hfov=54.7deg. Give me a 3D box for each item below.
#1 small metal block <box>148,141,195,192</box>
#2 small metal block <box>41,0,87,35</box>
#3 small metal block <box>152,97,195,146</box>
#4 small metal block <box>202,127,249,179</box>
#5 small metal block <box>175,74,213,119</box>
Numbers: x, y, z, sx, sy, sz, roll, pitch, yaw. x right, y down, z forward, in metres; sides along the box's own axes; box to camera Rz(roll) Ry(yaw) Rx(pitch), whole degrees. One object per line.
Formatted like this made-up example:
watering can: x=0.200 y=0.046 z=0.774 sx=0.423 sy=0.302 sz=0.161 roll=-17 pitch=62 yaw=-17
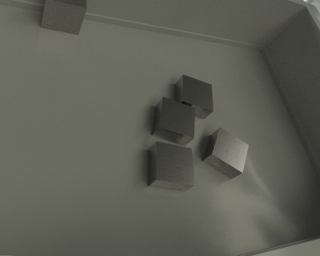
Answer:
small metal block: x=0.013 y=0.048 z=0.385 sx=0.050 sy=0.025 sz=0.050 roll=12 pitch=57 yaw=-22
small metal block: x=-0.130 y=-0.156 z=0.416 sx=0.050 sy=0.050 sz=0.025 roll=4 pitch=60 yaw=-27
small metal block: x=0.019 y=-0.009 z=0.423 sx=0.050 sy=0.025 sz=0.050 roll=18 pitch=54 yaw=-18
small metal block: x=0.093 y=0.035 z=0.436 sx=0.050 sy=0.025 sz=0.050 roll=32 pitch=51 yaw=-8
small metal block: x=0.050 y=-0.046 z=0.463 sx=0.050 sy=0.025 sz=0.050 roll=16 pitch=55 yaw=-20
